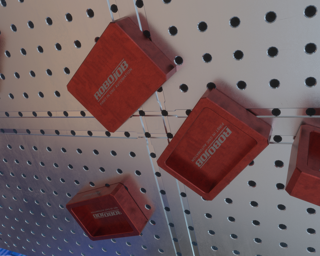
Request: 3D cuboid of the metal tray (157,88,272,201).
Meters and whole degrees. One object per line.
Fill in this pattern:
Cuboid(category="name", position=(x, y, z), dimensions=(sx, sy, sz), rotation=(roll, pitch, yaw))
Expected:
Cuboid(category="metal tray", position=(0.063, 0.025, 0.389), dimensions=(0.090, 0.030, 0.129), rotation=(35, 129, 4))

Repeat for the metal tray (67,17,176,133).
Cuboid(category="metal tray", position=(-0.054, -0.062, 0.396), dimensions=(0.090, 0.030, 0.129), rotation=(46, 129, -4))

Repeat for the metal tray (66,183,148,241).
Cuboid(category="metal tray", position=(-0.097, 0.153, 0.550), dimensions=(0.130, 0.030, 0.090), rotation=(-21, 108, 35))

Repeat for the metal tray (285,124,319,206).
Cuboid(category="metal tray", position=(0.195, 0.048, 0.296), dimensions=(0.130, 0.090, 0.030), rotation=(19, 126, 16))
